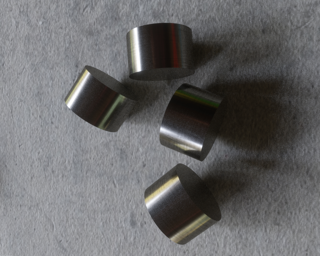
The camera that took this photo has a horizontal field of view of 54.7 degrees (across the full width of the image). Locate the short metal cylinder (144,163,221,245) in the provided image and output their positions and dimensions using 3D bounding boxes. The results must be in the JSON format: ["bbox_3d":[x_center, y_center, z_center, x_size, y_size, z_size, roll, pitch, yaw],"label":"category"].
[{"bbox_3d":[0.027,0.089,0.369,0.050,0.080,0.080,-41,78,15],"label":"short metal cylinder"}]

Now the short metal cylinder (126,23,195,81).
[{"bbox_3d":[0.001,-0.090,0.379,0.080,0.080,0.050,-5,89,19],"label":"short metal cylinder"}]

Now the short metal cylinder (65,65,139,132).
[{"bbox_3d":[-0.075,-0.038,0.405,0.080,0.080,0.050,38,102,15],"label":"short metal cylinder"}]

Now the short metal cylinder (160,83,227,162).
[{"bbox_3d":[0.041,-0.007,0.365,0.050,0.080,0.080,22,97,18],"label":"short metal cylinder"}]
